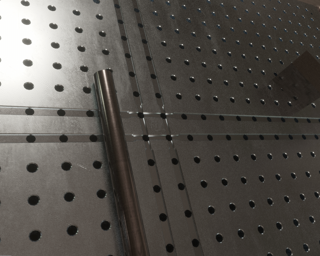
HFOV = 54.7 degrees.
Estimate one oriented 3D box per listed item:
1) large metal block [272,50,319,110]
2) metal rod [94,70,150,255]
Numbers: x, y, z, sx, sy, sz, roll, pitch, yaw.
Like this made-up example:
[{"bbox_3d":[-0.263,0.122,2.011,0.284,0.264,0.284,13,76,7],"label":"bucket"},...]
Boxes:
[{"bbox_3d":[0.282,-0.095,0.605,0.080,0.050,0.081,49,51,6],"label":"large metal block"},{"bbox_3d":[-0.041,0.062,0.349,0.025,0.025,0.299,0,62,-29],"label":"metal rod"}]
